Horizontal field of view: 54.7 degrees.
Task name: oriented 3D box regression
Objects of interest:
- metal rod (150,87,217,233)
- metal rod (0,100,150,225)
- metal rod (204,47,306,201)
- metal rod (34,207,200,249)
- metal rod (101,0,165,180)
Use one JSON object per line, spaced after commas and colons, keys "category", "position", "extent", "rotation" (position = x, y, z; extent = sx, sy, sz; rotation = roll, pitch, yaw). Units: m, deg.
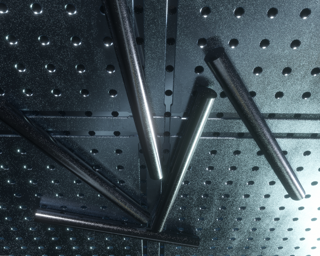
{"category": "metal rod", "position": [0.026, 0.068, 0.470], "extent": [0.025, 0.025, 0.298], "rotation": [9, 130, -8]}
{"category": "metal rod", "position": [-0.114, 0.066, 0.466], "extent": [0.025, 0.025, 0.300], "rotation": [-29, 125, 22]}
{"category": "metal rod", "position": [0.143, 0.013, 0.425], "extent": [0.025, 0.025, 0.300], "rotation": [-27, 126, 21]}
{"category": "metal rod", "position": [-0.071, 0.185, 0.568], "extent": [0.302, 0.025, 0.025], "rotation": [14, 129, -13]}
{"category": "metal rod", "position": [-0.028, -0.043, 0.374], "extent": [0.025, 0.025, 0.298], "rotation": [-7, 130, 5]}
